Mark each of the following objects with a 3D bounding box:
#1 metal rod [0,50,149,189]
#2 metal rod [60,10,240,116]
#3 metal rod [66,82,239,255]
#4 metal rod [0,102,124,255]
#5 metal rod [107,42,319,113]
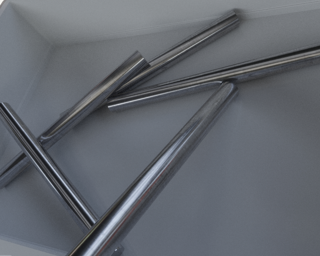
[{"bbox_3d":[-0.139,-0.008,0.462,0.300,0.025,0.025,-39,51,9],"label":"metal rod"},{"bbox_3d":[-0.021,-0.085,0.467,0.301,0.025,0.025,-29,52,9],"label":"metal rod"},{"bbox_3d":[0.006,0.034,0.294,0.025,0.025,0.302,12,40,33],"label":"metal rod"},{"bbox_3d":[-0.149,0.056,0.416,0.025,0.025,0.300,-47,61,-5],"label":"metal rod"},{"bbox_3d":[0.065,-0.063,0.409,0.301,0.025,0.025,-12,57,21],"label":"metal rod"}]
